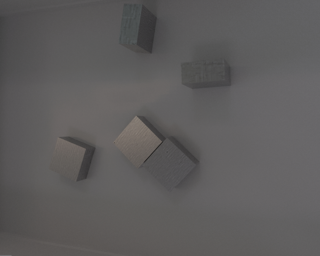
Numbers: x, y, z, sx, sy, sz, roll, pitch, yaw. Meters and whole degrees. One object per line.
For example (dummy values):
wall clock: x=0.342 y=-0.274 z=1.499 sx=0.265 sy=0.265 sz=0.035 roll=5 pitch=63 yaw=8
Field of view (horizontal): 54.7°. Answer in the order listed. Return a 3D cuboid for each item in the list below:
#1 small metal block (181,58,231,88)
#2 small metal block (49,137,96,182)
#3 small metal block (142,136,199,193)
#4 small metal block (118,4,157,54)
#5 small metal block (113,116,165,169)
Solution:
small metal block: x=0.057 y=-0.065 z=0.377 sx=0.050 sy=0.050 sz=0.025 roll=-2 pitch=89 yaw=20
small metal block: x=-0.129 y=0.045 z=0.456 sx=0.050 sy=0.025 sz=0.050 roll=20 pitch=97 yaw=18
small metal block: x=0.014 y=0.046 z=0.403 sx=0.050 sy=0.025 sz=0.050 roll=44 pitch=104 yaw=10
small metal block: x=-0.028 y=-0.129 z=0.407 sx=0.025 sy=0.050 sz=0.050 roll=10 pitch=93 yaw=20
small metal block: x=-0.026 y=0.019 z=0.420 sx=0.050 sy=0.025 sz=0.050 roll=45 pitch=104 yaw=14
